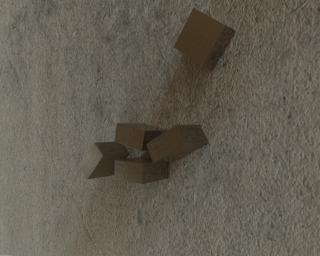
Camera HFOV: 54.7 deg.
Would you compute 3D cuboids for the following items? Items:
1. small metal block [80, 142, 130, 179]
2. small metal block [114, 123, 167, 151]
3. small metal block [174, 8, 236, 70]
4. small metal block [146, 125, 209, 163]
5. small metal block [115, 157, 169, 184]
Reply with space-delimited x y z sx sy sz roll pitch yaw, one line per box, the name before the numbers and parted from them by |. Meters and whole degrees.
small metal block | -0.081 0.047 0.456 0.025 0.050 0.050 51 120 27
small metal block | -0.023 0.011 0.408 0.050 0.050 0.025 15 99 39
small metal block | 0.051 -0.104 0.363 0.050 0.025 0.050 43 116 31
small metal block | 0.021 0.019 0.371 0.050 0.050 0.025 -34 69 35
small metal block | -0.024 0.054 0.409 0.050 0.050 0.025 1 91 40
